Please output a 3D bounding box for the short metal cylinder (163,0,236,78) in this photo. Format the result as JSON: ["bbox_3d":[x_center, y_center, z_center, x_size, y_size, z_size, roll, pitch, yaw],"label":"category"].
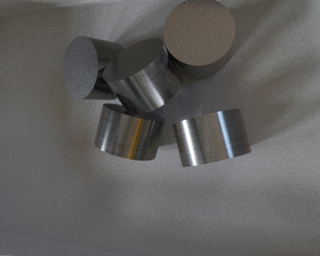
[{"bbox_3d":[0.047,-0.106,0.372,0.080,0.050,0.080,-1,84,8],"label":"short metal cylinder"}]

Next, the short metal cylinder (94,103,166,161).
[{"bbox_3d":[-0.038,0.004,0.393,0.080,0.080,0.050,18,100,19],"label":"short metal cylinder"}]

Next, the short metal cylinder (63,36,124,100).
[{"bbox_3d":[-0.086,-0.078,0.413,0.080,0.050,0.079,3,94,42],"label":"short metal cylinder"}]

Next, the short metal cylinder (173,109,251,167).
[{"bbox_3d":[0.059,0.012,0.360,0.080,0.080,0.050,-15,85,19],"label":"short metal cylinder"}]

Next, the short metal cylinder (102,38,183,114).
[{"bbox_3d":[-0.020,-0.062,0.369,0.080,0.080,0.050,-20,127,19],"label":"short metal cylinder"}]
